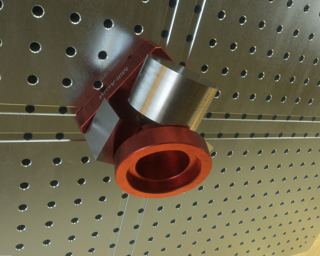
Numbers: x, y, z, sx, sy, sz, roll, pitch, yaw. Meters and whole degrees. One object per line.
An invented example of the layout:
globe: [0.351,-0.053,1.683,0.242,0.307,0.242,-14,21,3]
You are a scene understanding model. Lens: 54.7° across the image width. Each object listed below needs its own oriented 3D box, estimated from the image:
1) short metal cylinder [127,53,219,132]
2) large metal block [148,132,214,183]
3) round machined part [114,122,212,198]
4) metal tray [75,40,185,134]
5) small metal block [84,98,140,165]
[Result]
short metal cylinder: [0.013,-0.037,0.322,0.081,0.080,0.050,14,111,-34]
large metal block: [0.019,0.033,0.404,0.080,0.050,0.080,-47,160,4]
round machined part: [0.001,0.030,0.324,0.099,0.042,0.097,-6,138,-5]
metal tray: [-0.026,-0.029,0.378,0.130,0.030,0.090,-47,130,4]
small metal block: [-0.052,0.003,0.329,0.025,0.050,0.050,21,107,-36]
